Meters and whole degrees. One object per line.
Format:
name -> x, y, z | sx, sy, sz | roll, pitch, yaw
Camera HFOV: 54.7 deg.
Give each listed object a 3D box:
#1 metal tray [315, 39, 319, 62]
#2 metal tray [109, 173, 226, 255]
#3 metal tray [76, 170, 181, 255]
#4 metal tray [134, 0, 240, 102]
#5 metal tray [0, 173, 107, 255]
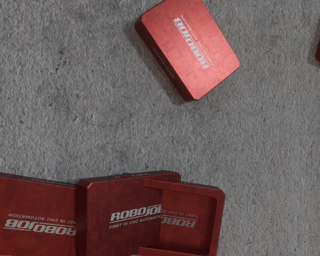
metal tray -> 0.334, -0.137, 0.529 | 0.131, 0.030, 0.090 | 20, 83, -19
metal tray -> 0.007, 0.110, 0.380 | 0.131, 0.030, 0.089 | 9, 87, -2
metal tray -> -0.033, 0.102, 0.374 | 0.131, 0.030, 0.089 | 0, 90, -38
metal tray -> 0.039, -0.112, 0.420 | 0.090, 0.030, 0.130 | -39, 103, -16
metal tray -> -0.134, 0.107, 0.357 | 0.131, 0.030, 0.090 | 14, 85, -20
